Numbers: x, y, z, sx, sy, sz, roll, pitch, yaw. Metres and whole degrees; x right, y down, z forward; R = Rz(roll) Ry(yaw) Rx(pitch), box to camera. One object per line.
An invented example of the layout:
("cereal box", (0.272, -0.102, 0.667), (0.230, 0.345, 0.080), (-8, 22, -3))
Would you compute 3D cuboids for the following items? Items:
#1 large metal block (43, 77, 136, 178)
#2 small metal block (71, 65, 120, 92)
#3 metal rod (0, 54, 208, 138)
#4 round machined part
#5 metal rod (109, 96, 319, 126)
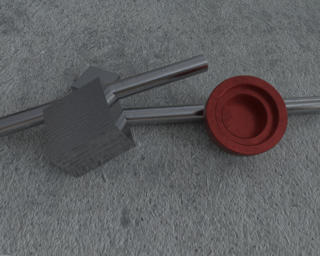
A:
("large metal block", (-0.085, -0.001, 0.368), (0.080, 0.050, 0.080), (-29, 53, 6))
("small metal block", (-0.092, -0.061, 0.453), (0.050, 0.025, 0.050), (19, 52, 15))
("metal rod", (-0.080, -0.042, 0.409), (0.302, 0.025, 0.025), (-19, 53, -8))
("round machined part", (0.102, -0.013, 0.387), (0.099, 0.042, 0.098), (1, 78, -3))
("metal rod", (0.084, -0.023, 0.423), (0.302, 0.025, 0.025), (-4, 50, -4))
